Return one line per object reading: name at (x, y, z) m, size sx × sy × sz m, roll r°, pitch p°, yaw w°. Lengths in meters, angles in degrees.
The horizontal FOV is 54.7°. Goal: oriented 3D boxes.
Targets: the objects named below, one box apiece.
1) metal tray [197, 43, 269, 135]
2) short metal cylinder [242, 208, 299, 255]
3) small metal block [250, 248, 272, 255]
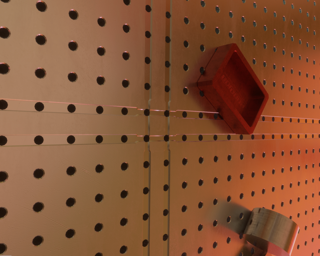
metal tray at (0.125, -0.061, 0.509) m, size 0.130 × 0.030 × 0.090 m, roll 46°, pitch 63°, yaw -30°
short metal cylinder at (0.190, 0.180, 0.533) m, size 0.080 × 0.080 × 0.050 m, roll 45°, pitch 63°, yaw -31°
small metal block at (0.183, 0.253, 0.563) m, size 0.050 × 0.025 × 0.050 m, roll -40°, pitch 114°, yaw -33°
